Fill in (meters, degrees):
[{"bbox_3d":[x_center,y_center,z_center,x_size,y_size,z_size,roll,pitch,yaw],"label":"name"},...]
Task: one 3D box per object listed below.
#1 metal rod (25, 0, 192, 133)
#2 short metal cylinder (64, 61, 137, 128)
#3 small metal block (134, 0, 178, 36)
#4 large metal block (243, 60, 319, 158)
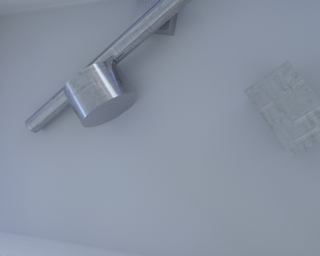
[{"bbox_3d":[-0.083,-0.082,0.421,0.299,0.025,0.025,-35,79,22],"label":"metal rod"},{"bbox_3d":[-0.077,-0.043,0.408,0.080,0.080,0.050,-35,79,16],"label":"short metal cylinder"},{"bbox_3d":[-0.004,-0.153,0.411,0.050,0.025,0.050,12,94,19],"label":"small metal block"},{"bbox_3d":[0.138,-0.019,0.333,0.050,0.080,0.080,-36,79,16],"label":"large metal block"}]
